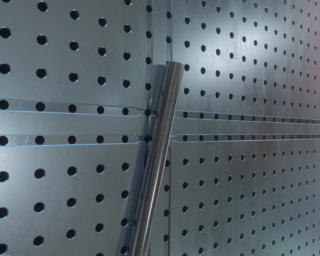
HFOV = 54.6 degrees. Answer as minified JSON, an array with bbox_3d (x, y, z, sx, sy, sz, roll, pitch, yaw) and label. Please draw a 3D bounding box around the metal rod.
[{"bbox_3d":[-0.008,0.058,0.401,0.025,0.025,0.299,19,78,-38],"label":"metal rod"}]
